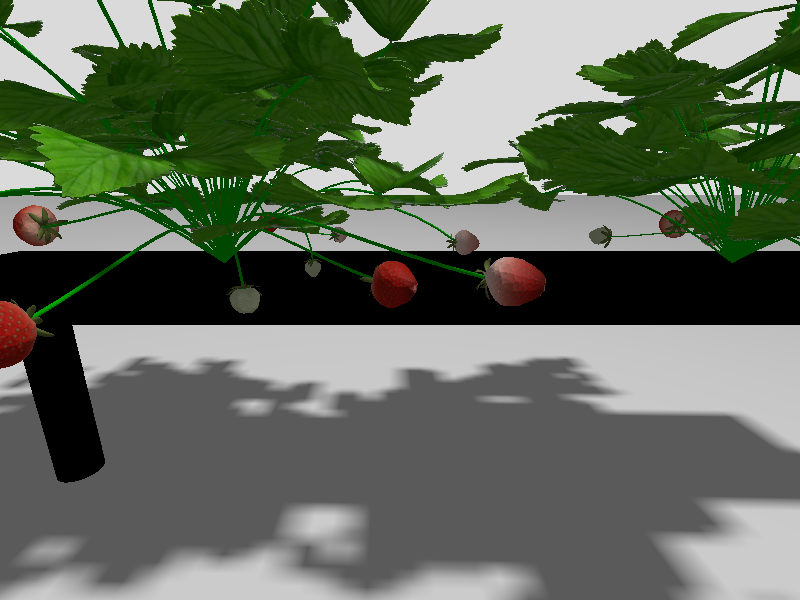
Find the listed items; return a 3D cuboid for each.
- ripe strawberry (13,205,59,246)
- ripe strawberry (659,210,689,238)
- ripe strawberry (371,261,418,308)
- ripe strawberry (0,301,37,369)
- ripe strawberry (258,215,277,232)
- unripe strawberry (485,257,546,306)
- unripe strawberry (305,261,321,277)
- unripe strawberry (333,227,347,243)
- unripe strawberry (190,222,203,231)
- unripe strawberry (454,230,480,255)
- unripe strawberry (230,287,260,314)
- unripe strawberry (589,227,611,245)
[{"bbox_3d":[-0.407,-0.083,0.446,0.042,0.044,0.039,6,17,21],"label":"ripe strawberry"},{"bbox_3d":[0.358,-0.100,0.524,0.034,0.036,0.037,6,17,18],"label":"ripe strawberry"},{"bbox_3d":[-0.002,-0.009,0.227,0.027,0.027,0.025,14,21,38],"label":"ripe strawberry"},{"bbox_3d":[-0.153,0.014,0.148,0.025,0.026,0.027,0,17,-1],"label":"ripe strawberry"},{"bbox_3d":[-0.188,-0.111,0.573,0.028,0.029,0.030,-2,7,-8],"label":"ripe strawberry"},{"bbox_3d":[0.065,-0.010,0.223,0.032,0.027,0.032,10,19,30],"label":"unripe strawberry"},{"bbox_3d":[-0.060,-0.022,0.278,0.011,0.011,0.011,13,21,37],"label":"unripe strawberry"},{"bbox_3d":[-0.070,-0.078,0.476,0.018,0.019,0.019,10,19,32],"label":"unripe strawberry"},{"bbox_3d":[-0.276,-0.098,0.543,0.016,0.017,0.018,-10,19,-30],"label":"unripe strawberry"},{"bbox_3d":[0.066,-0.056,0.392,0.025,0.024,0.023,-1,16,-11],"label":"unripe strawberry"},{"bbox_3d":[-0.083,0.001,0.214,0.015,0.014,0.014,-8,-26,-26],"label":"unripe strawberry"},{"bbox_3d":[0.226,-0.073,0.453,0.022,0.019,0.022,-10,19,-32],"label":"unripe strawberry"}]
